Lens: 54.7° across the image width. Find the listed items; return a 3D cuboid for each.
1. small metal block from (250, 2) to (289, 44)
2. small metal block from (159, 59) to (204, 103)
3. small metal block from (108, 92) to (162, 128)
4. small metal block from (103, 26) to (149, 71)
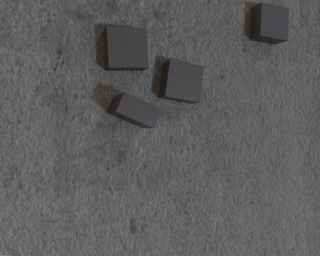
[{"bbox_3d":[0.167,-0.159,0.472,0.050,0.025,0.050,2,89,-21],"label":"small metal block"},{"bbox_3d":[0.029,-0.062,0.421,0.050,0.025,0.050,8,87,-20],"label":"small metal block"},{"bbox_3d":[-0.032,-0.021,0.385,0.050,0.050,0.025,24,82,-19],"label":"small metal block"},{"bbox_3d":[-0.044,-0.100,0.394,0.050,0.025,0.050,-4,91,-20],"label":"small metal block"}]
